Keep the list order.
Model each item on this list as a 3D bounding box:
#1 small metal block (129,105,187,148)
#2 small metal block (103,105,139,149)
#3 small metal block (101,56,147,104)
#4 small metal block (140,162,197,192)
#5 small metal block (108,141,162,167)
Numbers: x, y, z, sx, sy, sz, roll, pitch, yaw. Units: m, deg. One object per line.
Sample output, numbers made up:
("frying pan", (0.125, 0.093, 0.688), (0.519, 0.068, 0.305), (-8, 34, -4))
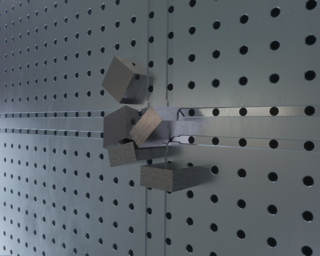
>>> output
("small metal block", (-0.002, -0.001, 0.396), (0.050, 0.050, 0.025), (-50, 61, 28))
("small metal block", (-0.056, 0.002, 0.449), (0.050, 0.025, 0.050), (-24, 58, 37))
("small metal block", (-0.054, -0.070, 0.455), (0.050, 0.025, 0.050), (44, 116, 31))
("small metal block", (0.011, 0.059, 0.385), (0.050, 0.050, 0.025), (2, 92, 40))
("small metal block", (-0.034, 0.034, 0.422), (0.050, 0.050, 0.025), (-18, 79, 39))
